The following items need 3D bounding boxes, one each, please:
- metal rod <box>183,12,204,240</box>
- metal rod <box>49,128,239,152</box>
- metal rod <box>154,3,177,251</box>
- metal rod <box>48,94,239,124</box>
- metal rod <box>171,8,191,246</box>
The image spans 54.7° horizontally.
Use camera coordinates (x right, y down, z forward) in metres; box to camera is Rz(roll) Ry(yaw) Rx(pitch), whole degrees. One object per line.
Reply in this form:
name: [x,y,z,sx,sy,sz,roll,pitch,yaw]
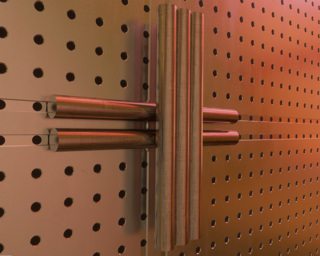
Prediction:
metal rod: [0.045,-0.003,0.417,0.025,0.025,0.298,1,90,-40]
metal rod: [0.006,0.014,0.417,0.302,0.025,0.025,1,90,-40]
metal rod: [0.007,-0.001,0.385,0.025,0.025,0.298,1,90,-40]
metal rod: [0.005,-0.020,0.415,0.302,0.025,0.025,1,90,-40]
metal rod: [0.026,-0.002,0.401,0.025,0.025,0.298,1,90,-40]
